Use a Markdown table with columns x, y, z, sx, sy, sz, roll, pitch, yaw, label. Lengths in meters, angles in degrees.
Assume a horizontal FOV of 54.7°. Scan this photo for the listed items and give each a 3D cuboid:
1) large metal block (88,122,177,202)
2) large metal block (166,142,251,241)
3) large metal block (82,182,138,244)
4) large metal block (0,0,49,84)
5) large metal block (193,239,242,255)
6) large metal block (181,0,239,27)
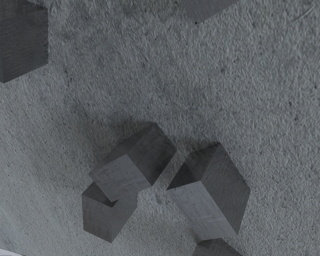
| x | y | z | sx | sy | sz | roll | pitch | yaw | label |
| --- | --- | --- | --- | --- | --- | --- | --- | --- | --- |
| -0.035 | 0.046 | 0.418 | 0.080 | 0.080 | 0.050 | -29 | 103 | 37 | large metal block |
| 0.064 | 0.078 | 0.386 | 0.050 | 0.080 | 0.080 | -25 | 105 | 37 | large metal block |
| -0.075 | 0.114 | 0.482 | 0.050 | 0.080 | 0.079 | 19 | 126 | 17 | large metal block |
| -0.193 | -0.116 | 0.402 | 0.050 | 0.080 | 0.079 | 25 | 127 | 13 | large metal block |
| 0.087 | 0.222 | 0.463 | 0.080 | 0.080 | 0.050 | 40 | 129 | 1 | large metal block |
| 0.052 | -0.149 | 0.271 | 0.080 | 0.050 | 0.080 | -21 | 107 | 36 | large metal block |
